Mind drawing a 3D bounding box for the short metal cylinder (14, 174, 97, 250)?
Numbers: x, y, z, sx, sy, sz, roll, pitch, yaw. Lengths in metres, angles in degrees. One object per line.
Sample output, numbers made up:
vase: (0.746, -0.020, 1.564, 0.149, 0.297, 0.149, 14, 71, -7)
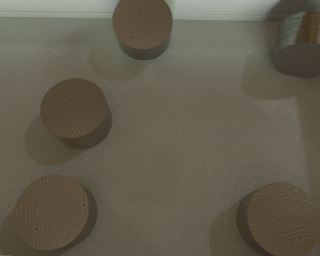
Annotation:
short metal cylinder: (-0.118, 0.098, 0.359, 0.081, 0.050, 0.080, 0, 70, 0)

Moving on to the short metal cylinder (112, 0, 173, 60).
short metal cylinder: (-0.024, -0.142, 0.438, 0.081, 0.050, 0.080, 0, 85, -1)

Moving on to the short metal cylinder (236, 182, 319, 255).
short metal cylinder: (0.135, 0.107, 0.359, 0.081, 0.050, 0.080, 0, 70, 0)

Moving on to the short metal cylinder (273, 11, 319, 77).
short metal cylinder: (0.199, -0.112, 0.424, 0.080, 0.080, 0.050, 12, 71, 4)

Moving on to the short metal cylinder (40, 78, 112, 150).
short metal cylinder: (-0.106, -0.017, 0.401, 0.081, 0.050, 0.080, 0, 70, 0)
